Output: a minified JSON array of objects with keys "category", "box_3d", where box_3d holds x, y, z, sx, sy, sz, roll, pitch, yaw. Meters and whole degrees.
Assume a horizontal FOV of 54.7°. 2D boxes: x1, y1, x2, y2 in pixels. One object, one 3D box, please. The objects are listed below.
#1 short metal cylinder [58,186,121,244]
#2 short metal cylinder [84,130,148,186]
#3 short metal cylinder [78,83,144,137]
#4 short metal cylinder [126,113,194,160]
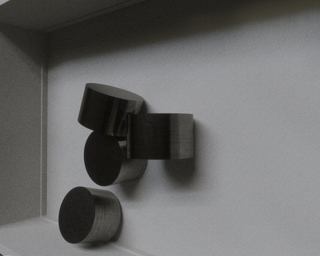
[{"category":"short metal cylinder","box_3d":[-0.106,0.131,0.466,0.080,0.050,0.080,-13,67,34]},{"category":"short metal cylinder","box_3d":[-0.064,0.040,0.443,0.080,0.050,0.080,0,90,40]},{"category":"short metal cylinder","box_3d":[-0.068,-0.026,0.427,0.080,0.081,0.050,27,107,37]},{"category":"short metal cylinder","box_3d":[0.000,0.009,0.371,0.080,0.081,0.050,-1,90,40]}]
